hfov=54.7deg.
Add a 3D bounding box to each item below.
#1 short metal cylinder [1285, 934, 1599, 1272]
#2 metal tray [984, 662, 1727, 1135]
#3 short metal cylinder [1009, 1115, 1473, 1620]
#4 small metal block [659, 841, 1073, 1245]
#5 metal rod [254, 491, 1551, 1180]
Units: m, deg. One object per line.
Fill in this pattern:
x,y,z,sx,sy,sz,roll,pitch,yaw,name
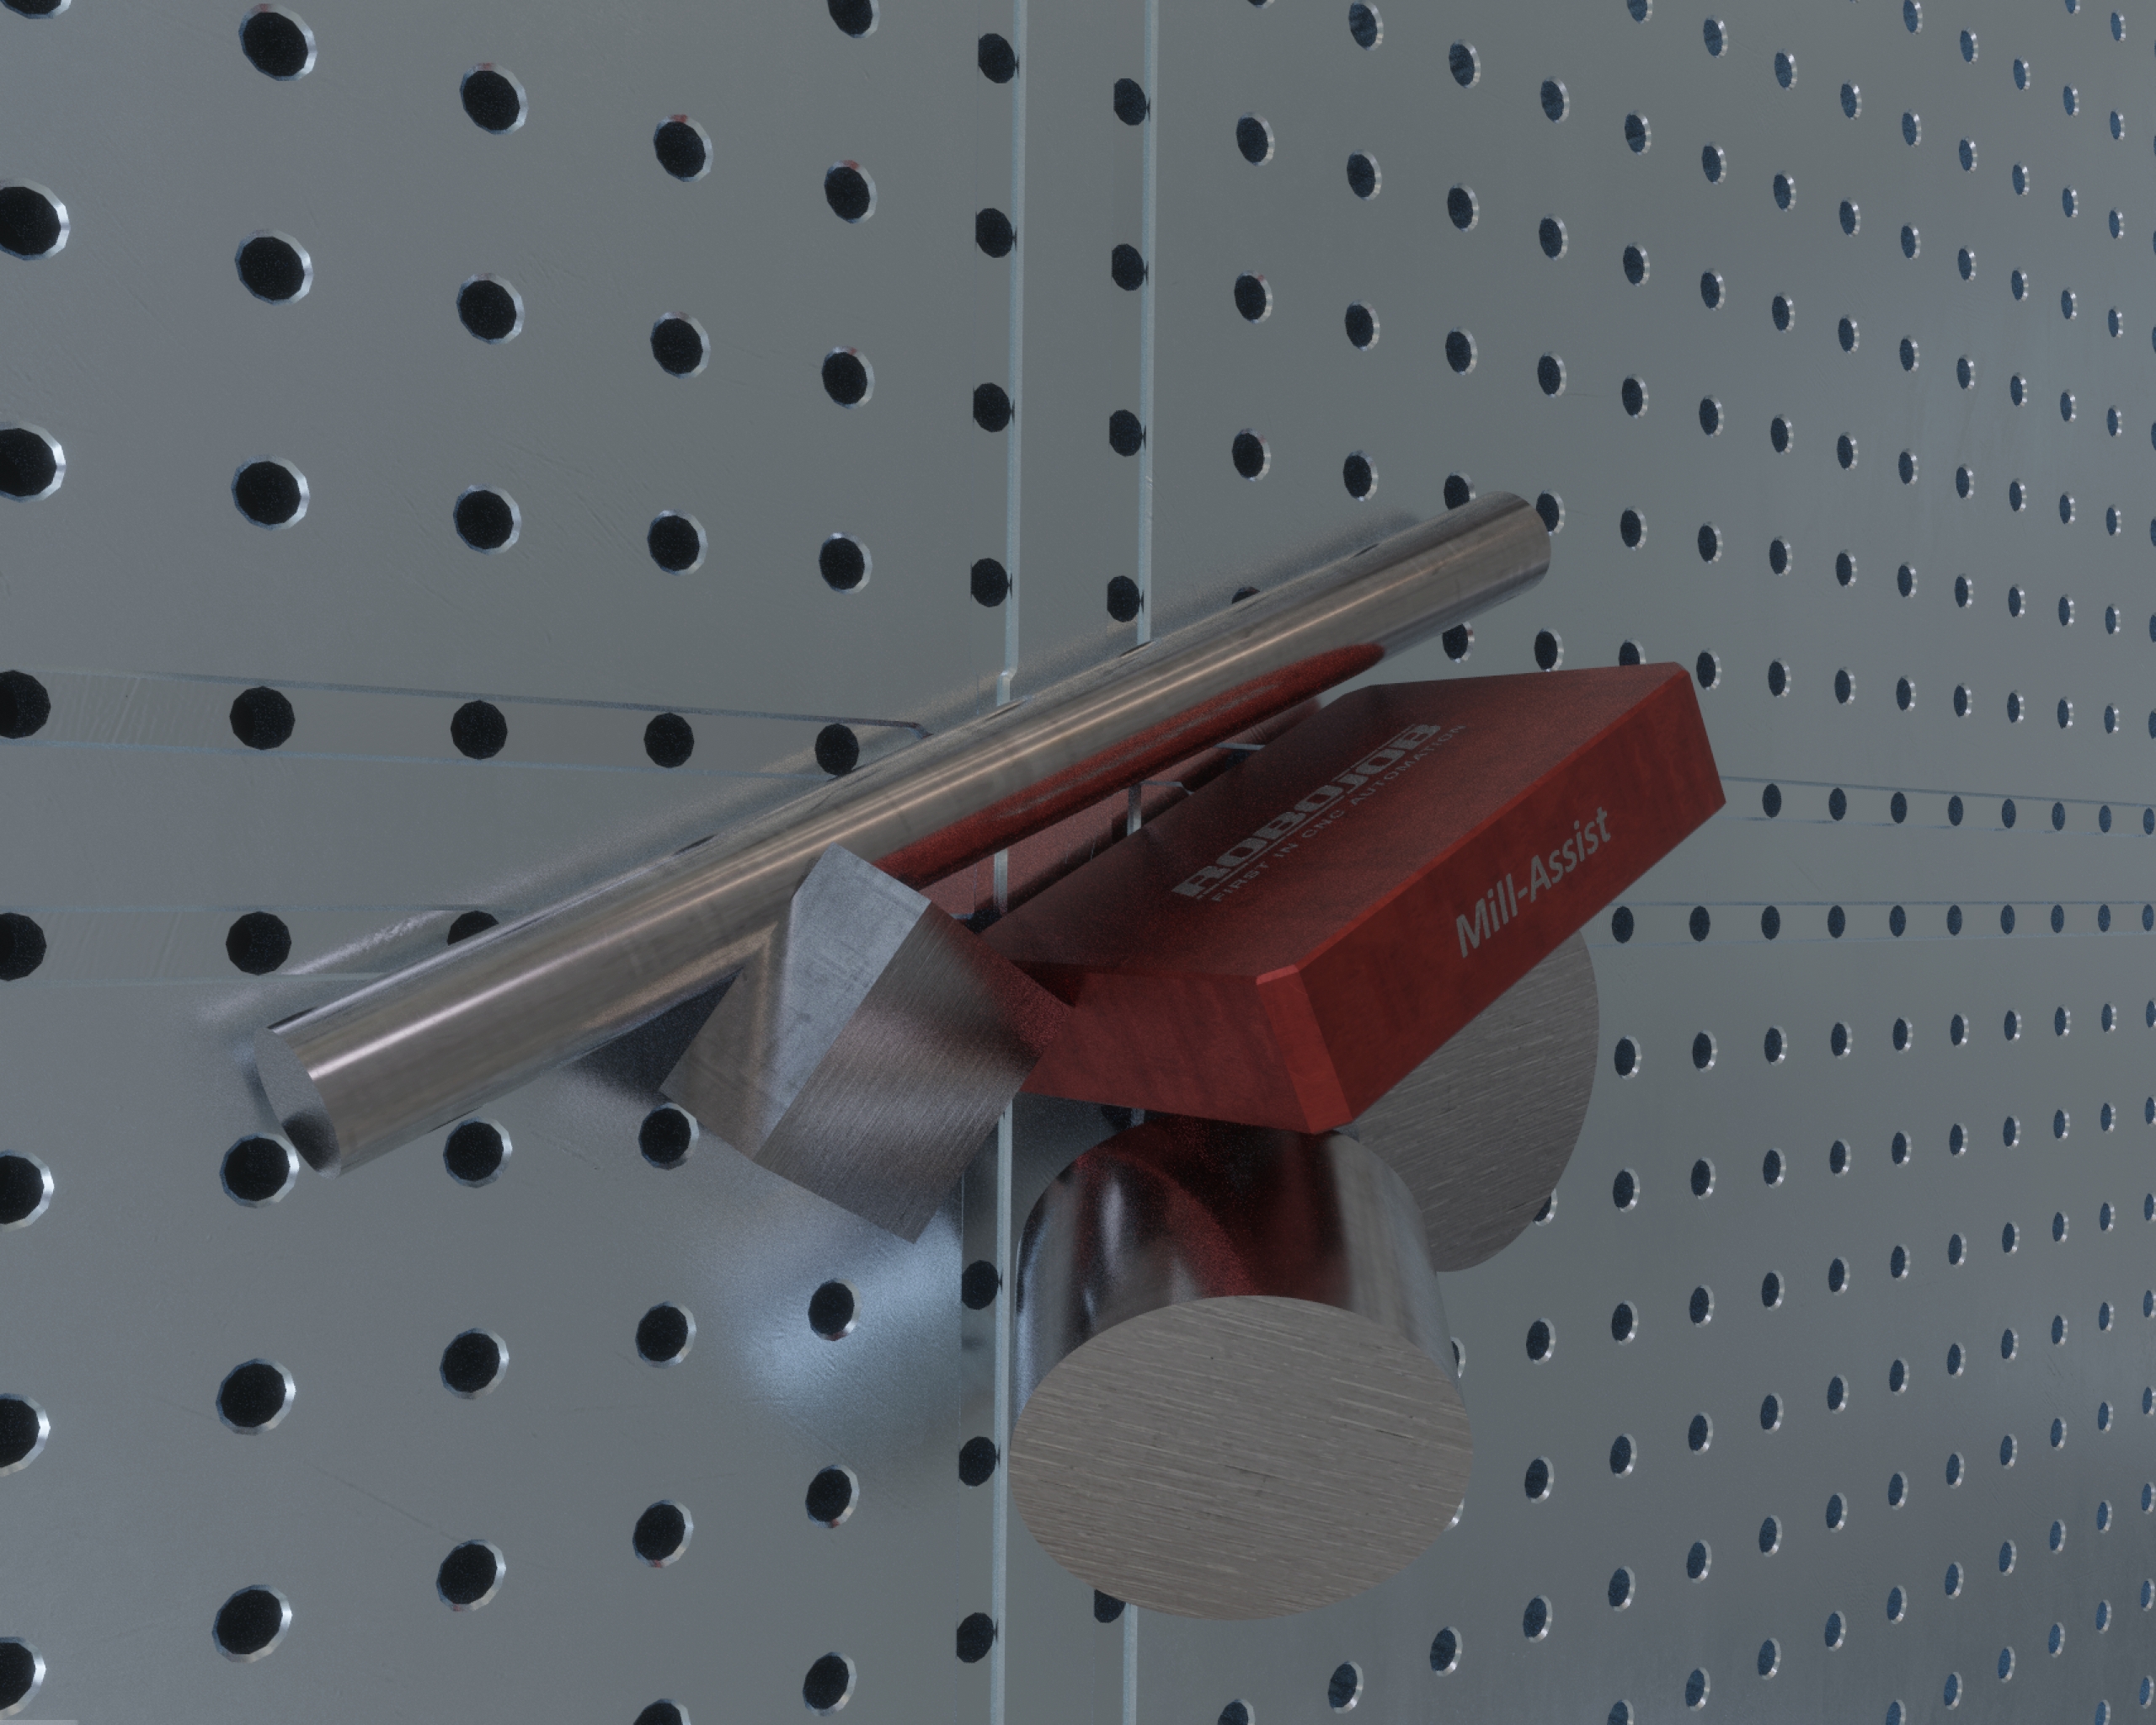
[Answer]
0.065,0.040,0.436,0.081,0.050,0.079,-11,106,-42,short metal cylinder
0.053,0.002,0.406,0.131,0.090,0.030,-33,111,-35,metal tray
0.028,0.092,0.384,0.080,0.080,0.050,55,17,-26,short metal cylinder
-0.035,0.032,0.359,0.050,0.025,0.050,-56,143,-7,small metal block
-0.008,-0.020,0.398,0.302,0.025,0.025,-27,107,-37,metal rod
